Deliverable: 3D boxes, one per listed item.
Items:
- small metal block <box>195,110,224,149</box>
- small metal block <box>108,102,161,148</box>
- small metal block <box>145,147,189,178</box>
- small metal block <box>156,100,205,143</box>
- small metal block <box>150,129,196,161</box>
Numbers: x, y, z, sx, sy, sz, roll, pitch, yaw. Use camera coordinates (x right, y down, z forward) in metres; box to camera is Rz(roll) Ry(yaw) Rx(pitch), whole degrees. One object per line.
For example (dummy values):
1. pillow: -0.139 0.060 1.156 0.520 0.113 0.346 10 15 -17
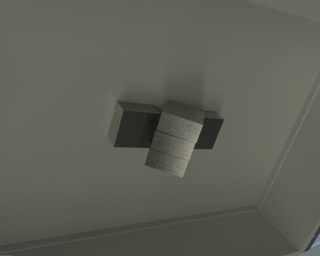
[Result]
1. small metal block: 0.056 0.002 0.441 0.050 0.025 0.050 3 117 -30
2. small metal block: -0.033 -0.003 0.388 0.050 0.025 0.050 4 117 -31
3. small metal block: 0.012 0.035 0.407 0.050 0.050 0.025 18 113 3
4. small metal block: 0.027 -0.009 0.388 0.050 0.050 0.025 19 112 3
5. small metal block: 0.019 0.013 0.397 0.050 0.050 0.025 18 113 3
